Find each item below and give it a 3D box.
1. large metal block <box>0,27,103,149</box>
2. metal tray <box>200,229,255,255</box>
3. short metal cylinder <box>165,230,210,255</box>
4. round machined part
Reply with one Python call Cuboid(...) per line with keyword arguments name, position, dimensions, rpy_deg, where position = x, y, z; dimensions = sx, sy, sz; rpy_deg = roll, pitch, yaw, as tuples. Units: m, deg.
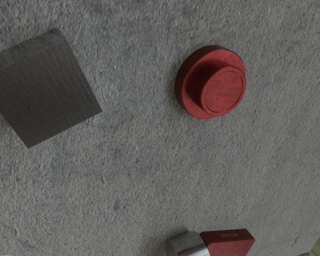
Cuboid(name="large metal block", position=(-0.115, -0.040, 0.304), dimensions=(0.080, 0.050, 0.080), rpy_deg=(-28, 128, -11))
Cuboid(name="metal tray", position=(0.122, 0.252, 0.629), dimensions=(0.131, 0.030, 0.089), rpy_deg=(9, 114, -33))
Cuboid(name="short metal cylinder", position=(0.049, 0.227, 0.541), dimensions=(0.050, 0.080, 0.079), rpy_deg=(-16, 125, -20))
Cuboid(name="round machined part", position=(0.072, -0.054, 0.404), dimensions=(0.099, 0.042, 0.097), rpy_deg=(-14, 125, -21))
